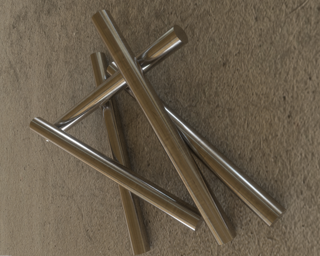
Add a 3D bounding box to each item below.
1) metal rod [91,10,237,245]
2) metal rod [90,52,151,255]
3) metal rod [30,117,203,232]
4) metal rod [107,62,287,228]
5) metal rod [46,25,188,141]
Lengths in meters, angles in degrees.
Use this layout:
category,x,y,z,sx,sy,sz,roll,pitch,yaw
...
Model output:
category,x,y,z,sx,sy,sz,roll,pitch,yaw
metal rod,0.001,-0.006,0.360,0.025,0.025,0.299,-34,83,35
metal rod,-0.061,0.029,0.455,0.025,0.025,0.299,-24,75,37
metal rod,-0.075,0.053,0.430,0.300,0.025,0.025,26,107,25
metal rod,0.024,0.001,0.384,0.300,0.025,0.025,44,116,31
metal rod,-0.082,-0.047,0.438,0.299,0.025,0.025,-29,72,36
